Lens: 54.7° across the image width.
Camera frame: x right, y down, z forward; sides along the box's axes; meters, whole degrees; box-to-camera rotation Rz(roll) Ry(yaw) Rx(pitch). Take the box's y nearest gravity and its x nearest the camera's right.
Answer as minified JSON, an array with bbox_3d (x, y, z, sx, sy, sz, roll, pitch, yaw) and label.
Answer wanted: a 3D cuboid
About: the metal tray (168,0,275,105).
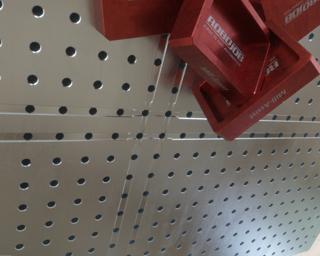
[{"bbox_3d":[0.073,-0.092,0.331,0.130,0.030,0.090,32,73,-42],"label":"metal tray"}]

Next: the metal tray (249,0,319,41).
[{"bbox_3d":[0.182,-0.168,0.406,0.130,0.030,0.090,-37,130,-4],"label":"metal tray"}]

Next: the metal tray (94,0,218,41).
[{"bbox_3d":[-0.002,-0.145,0.319,0.131,0.030,0.089,-14,124,-21],"label":"metal tray"}]

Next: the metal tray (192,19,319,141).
[{"bbox_3d":[0.108,-0.057,0.373,0.130,0.090,0.030,-41,133,21],"label":"metal tray"}]
